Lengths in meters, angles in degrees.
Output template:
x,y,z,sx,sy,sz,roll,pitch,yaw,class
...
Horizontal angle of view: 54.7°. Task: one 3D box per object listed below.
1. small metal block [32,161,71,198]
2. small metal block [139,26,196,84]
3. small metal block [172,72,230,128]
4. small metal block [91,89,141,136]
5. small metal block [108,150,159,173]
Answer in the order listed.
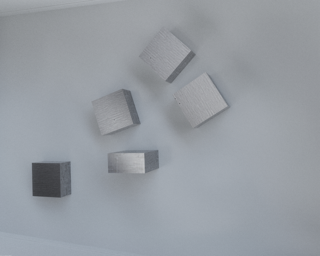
x,y,z,sx,sy,sz,roll,pitch,yaw,class
-0.163,0.076,0.466,0.050,0.025,0.050,-2,90,19,small metal block
0.010,-0.095,0.406,0.050,0.025,0.050,45,103,14,small metal block
0.052,-0.034,0.392,0.050,0.025,0.050,-34,80,16,small metal block
-0.061,-0.021,0.431,0.050,0.025,0.050,-20,84,18,small metal block
-0.034,0.044,0.408,0.050,0.050,0.025,-2,89,19,small metal block
